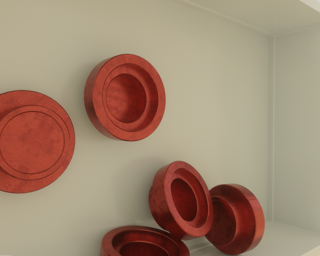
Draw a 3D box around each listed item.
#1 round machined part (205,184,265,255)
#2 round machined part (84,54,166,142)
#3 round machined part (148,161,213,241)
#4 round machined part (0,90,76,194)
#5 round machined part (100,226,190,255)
[{"bbox_3d":[0.094,0.130,0.441,0.042,0.098,0.097,5,87,-40],"label":"round machined part"},{"bbox_3d":[-0.044,-0.034,0.360,0.099,0.042,0.097,0,90,-40],"label":"round machined part"},{"bbox_3d":[0.023,0.095,0.401,0.098,0.042,0.098,33,42,-36],"label":"round machined part"},{"bbox_3d":[-0.125,0.013,0.291,0.099,0.042,0.097,0,90,-40],"label":"round machined part"},{"bbox_3d":[-0.019,0.151,0.347,0.099,0.098,0.042,5,98,-40],"label":"round machined part"}]
